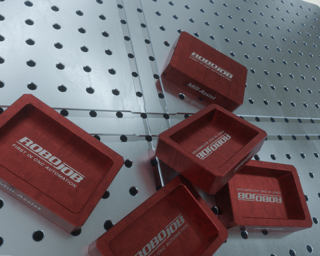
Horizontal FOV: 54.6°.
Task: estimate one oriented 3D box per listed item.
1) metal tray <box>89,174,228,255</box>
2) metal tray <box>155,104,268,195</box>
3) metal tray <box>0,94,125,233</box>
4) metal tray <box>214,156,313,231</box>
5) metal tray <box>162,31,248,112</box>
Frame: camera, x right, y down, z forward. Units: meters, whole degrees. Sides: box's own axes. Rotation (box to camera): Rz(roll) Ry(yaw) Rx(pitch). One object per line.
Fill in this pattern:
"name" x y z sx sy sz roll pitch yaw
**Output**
"metal tray" 0.004 0.121 0.332 0.131 0.030 0.090 -32 79 -38
"metal tray" 0.068 0.019 0.398 0.090 0.030 0.131 33 40 26
"metal tray" -0.114 0.034 0.322 0.130 0.030 0.090 35 51 -5
"metal tray" 0.138 0.091 0.422 0.131 0.030 0.090 9 58 -23
"metal tray" 0.076 -0.090 0.500 0.131 0.030 0.090 27 52 -11
